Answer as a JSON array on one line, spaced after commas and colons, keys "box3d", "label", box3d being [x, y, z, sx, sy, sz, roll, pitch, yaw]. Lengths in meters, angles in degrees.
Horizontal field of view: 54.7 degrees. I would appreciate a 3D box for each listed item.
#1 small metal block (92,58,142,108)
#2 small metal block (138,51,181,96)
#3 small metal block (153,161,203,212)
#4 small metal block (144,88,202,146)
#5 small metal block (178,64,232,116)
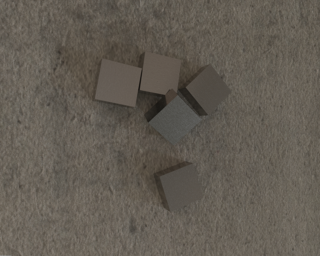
[{"box3d": [-0.054, -0.055, 0.390, 0.050, 0.025, 0.050, 11, 86, -20], "label": "small metal block"}, {"box3d": [-0.003, -0.069, 0.409, 0.050, 0.025, 0.050, 9, 87, -20], "label": "small metal block"}, {"box3d": [0.025, 0.078, 0.420, 0.050, 0.025, 0.050, -19, 97, -19], "label": "small metal block"}, {"box3d": [0.017, -0.014, 0.402, 0.050, 0.025, 0.050, -43, 119, 7], "label": "small metal block"}, {"box3d": [0.063, -0.053, 0.434, 0.050, 0.025, 0.050, -45, 104, -15], "label": "small metal block"}]
